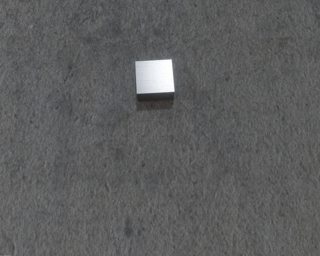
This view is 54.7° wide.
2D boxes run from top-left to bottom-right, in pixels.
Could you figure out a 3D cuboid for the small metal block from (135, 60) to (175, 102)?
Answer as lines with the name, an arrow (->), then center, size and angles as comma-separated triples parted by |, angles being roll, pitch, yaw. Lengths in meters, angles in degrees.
small metal block -> -0.007, -0.066, 0.432 | 0.050, 0.025, 0.050 | -3, 70, -2
